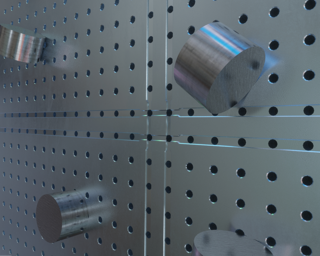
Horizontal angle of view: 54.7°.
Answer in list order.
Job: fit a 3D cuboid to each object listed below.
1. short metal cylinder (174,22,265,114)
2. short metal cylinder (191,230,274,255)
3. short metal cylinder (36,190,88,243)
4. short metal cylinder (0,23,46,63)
[{"bbox_3d":[0.062,-0.061,0.323,0.050,0.081,0.080,46,118,30],"label":"short metal cylinder"},{"bbox_3d":[0.071,0.146,0.315,0.080,0.081,0.050,14,99,39],"label":"short metal cylinder"},{"bbox_3d":[-0.169,0.150,0.533,0.080,0.050,0.079,0,90,40],"label":"short metal cylinder"},{"bbox_3d":[-0.267,-0.162,0.595,0.080,0.081,0.050,32,110,35],"label":"short metal cylinder"}]
